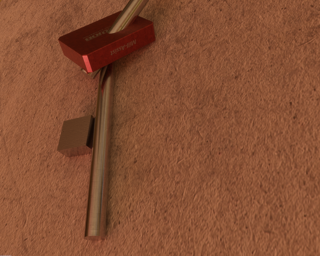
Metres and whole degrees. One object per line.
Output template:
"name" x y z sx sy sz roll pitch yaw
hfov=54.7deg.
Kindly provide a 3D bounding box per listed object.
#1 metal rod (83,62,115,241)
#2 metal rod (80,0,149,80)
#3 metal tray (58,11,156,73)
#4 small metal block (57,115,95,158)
"metal rod" -0.082 0.003 0.443 0.025 0.025 0.299 -15 56 19
"metal rod" -0.034 -0.207 0.504 0.025 0.025 0.300 25 78 36
"metal tray" -0.084 -0.144 0.501 0.131 0.030 0.090 -34 48 -24
"small metal block" -0.119 0.012 0.456 0.050 0.025 0.050 -11 57 22
